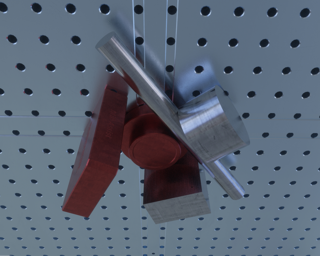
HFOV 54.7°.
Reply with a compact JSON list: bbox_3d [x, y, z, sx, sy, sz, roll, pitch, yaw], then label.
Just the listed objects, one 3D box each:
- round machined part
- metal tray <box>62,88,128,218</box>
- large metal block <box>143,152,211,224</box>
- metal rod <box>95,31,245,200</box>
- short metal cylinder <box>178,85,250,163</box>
[{"bbox_3d":[-0.007,0.019,0.416,0.099,0.042,0.097,-1,130,0],"label":"round machined part"},{"bbox_3d":[-0.074,0.025,0.364,0.030,0.130,0.089,22,127,-18],"label":"metal tray"},{"bbox_3d":[0.024,0.083,0.447,0.080,0.080,0.050,-15,129,12],"label":"large metal block"},{"bbox_3d":[0.031,0.005,0.389,0.025,0.025,0.300,-28,125,21],"label":"metal rod"},{"bbox_3d":[0.065,-0.004,0.371,0.050,0.080,0.080,-30,124,22],"label":"short metal cylinder"}]
